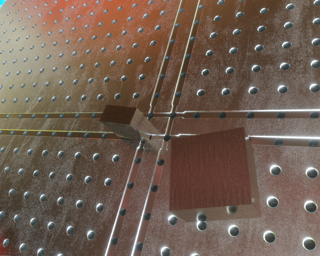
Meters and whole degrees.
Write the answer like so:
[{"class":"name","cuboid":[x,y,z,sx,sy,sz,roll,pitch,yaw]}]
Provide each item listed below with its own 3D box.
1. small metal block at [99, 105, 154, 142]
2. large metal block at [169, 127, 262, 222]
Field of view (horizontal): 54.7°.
[{"class":"small metal block","cuboid":[-0.044,-0.006,0.419,0.050,0.050,0.025,8,66,31]},{"class":"large metal block","cuboid":[0.058,0.052,0.330,0.080,0.050,0.080,-11,57,22]}]
